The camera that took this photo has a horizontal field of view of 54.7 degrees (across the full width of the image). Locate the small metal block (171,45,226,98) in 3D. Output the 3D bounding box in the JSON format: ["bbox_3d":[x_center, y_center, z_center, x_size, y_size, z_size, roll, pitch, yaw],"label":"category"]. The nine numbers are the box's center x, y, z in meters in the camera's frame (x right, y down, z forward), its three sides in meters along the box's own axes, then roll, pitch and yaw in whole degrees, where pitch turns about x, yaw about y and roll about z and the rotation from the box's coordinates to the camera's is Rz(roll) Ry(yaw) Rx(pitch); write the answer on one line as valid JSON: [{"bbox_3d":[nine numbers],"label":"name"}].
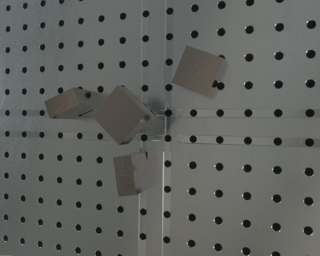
[{"bbox_3d":[0.050,-0.071,0.395,0.050,0.025,0.050,24,98,18],"label":"small metal block"}]

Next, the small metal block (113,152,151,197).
[{"bbox_3d":[-0.036,0.060,0.411,0.025,0.050,0.050,-9,87,19],"label":"small metal block"}]

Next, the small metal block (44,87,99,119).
[{"bbox_3d":[-0.125,-0.034,0.442,0.050,0.050,0.025,-22,83,18],"label":"small metal block"}]

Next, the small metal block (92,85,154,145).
[{"bbox_3d":[-0.045,-0.015,0.374,0.050,0.025,0.050,45,104,14],"label":"small metal block"}]

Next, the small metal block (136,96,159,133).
[{"bbox_3d":[-0.034,-0.020,0.410,0.050,0.050,0.025,47,104,13],"label":"small metal block"}]
